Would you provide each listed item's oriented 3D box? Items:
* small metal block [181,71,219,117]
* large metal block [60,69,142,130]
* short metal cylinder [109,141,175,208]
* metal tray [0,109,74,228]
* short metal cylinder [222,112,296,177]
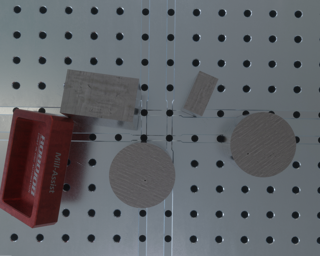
[{"bbox_3d":[0.050,-0.042,0.401,0.025,0.050,0.050,24,90,0],"label":"small metal block"},{"bbox_3d":[-0.067,-0.031,0.382,0.080,0.080,0.050,8,83,0],"label":"large metal block"},{"bbox_3d":[-0.022,0.057,0.401,0.081,0.050,0.079,0,90,0],"label":"short metal cylinder"},{"bbox_3d":[-0.156,0.045,0.384,0.090,0.030,0.129,10,90,38],"label":"metal tray"},{"bbox_3d":[0.126,0.020,0.402,0.081,0.050,0.079,0,90,0],"label":"short metal cylinder"}]
